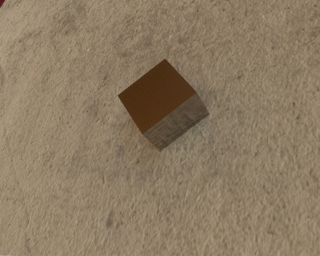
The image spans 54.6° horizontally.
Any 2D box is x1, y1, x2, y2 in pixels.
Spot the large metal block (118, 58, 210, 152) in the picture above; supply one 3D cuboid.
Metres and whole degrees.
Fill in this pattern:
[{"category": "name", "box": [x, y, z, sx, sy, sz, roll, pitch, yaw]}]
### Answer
[{"category": "large metal block", "box": [0.004, -0.031, 0.406, 0.080, 0.050, 0.080, -38, 51, 3]}]
